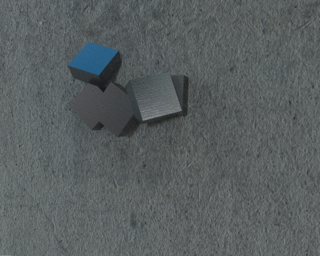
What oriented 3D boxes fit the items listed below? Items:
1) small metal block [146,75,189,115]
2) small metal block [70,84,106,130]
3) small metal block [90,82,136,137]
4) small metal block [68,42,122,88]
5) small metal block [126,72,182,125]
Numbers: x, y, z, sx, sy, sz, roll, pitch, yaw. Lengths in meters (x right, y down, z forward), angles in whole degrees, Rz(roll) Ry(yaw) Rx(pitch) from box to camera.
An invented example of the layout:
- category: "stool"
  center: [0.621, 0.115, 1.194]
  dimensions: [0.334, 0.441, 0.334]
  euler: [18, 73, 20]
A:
- category: "small metal block"
  center: [0.009, -0.043, 0.406]
  dimensions: [0.050, 0.025, 0.050]
  euler: [2, 91, 19]
- category: "small metal block"
  center: [-0.091, -0.032, 0.441]
  dimensions: [0.050, 0.025, 0.050]
  euler: [-46, 76, 14]
- category: "small metal block"
  center: [-0.053, -0.024, 0.400]
  dimensions: [0.050, 0.025, 0.050]
  euler: [39, 102, 15]
- category: "small metal block"
  center: [-0.089, -0.088, 0.428]
  dimensions: [0.050, 0.025, 0.050]
  euler: [20, 60, 18]
- category: "small metal block"
  center: [-0.008, -0.035, 0.372]
  dimensions: [0.050, 0.025, 0.050]
  euler: [-15, 84, -21]
